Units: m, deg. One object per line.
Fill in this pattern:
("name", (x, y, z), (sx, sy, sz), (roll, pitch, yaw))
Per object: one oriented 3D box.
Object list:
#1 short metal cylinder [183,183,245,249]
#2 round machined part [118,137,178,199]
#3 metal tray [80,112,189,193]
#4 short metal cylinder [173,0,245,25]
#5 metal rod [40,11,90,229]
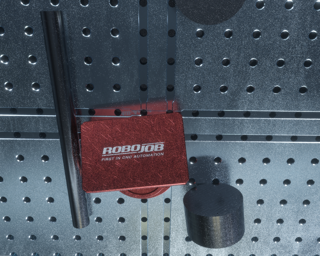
("short metal cylinder", (0.075, 0.118, 0.428), (0.080, 0.080, 0.050), (-7, 110, 2))
("round machined part", (-0.025, 0.056, 0.425), (0.099, 0.042, 0.097), (0, 110, 0))
("metal tray", (-0.032, 0.032, 0.397), (0.131, 0.030, 0.090), (-6, 76, 3))
("short metal cylinder", (0.052, -0.157, 0.343), (0.081, 0.050, 0.079), (0, 110, 0))
("metal rod", (-0.122, 0.003, 0.413), (0.025, 0.025, 0.298), (-2, 110, 0))
